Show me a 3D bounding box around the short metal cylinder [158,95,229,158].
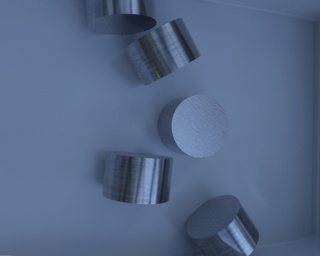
[{"bbox_3d":[0.043,-0.002,0.414,0.081,0.050,0.079,0,90,-20],"label":"short metal cylinder"}]

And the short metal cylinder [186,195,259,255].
[{"bbox_3d":[0.083,0.136,0.414,0.080,0.080,0.050,-37,103,-16],"label":"short metal cylinder"}]

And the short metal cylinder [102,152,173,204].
[{"bbox_3d":[-0.026,0.057,0.373,0.081,0.080,0.050,6,88,-20],"label":"short metal cylinder"}]

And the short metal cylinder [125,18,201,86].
[{"bbox_3d":[0.003,-0.093,0.383,0.080,0.080,0.050,-32,101,-17],"label":"short metal cylinder"}]

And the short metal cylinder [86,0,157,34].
[{"bbox_3d":[-0.046,-0.146,0.365,0.081,0.080,0.050,-5,92,-20],"label":"short metal cylinder"}]
